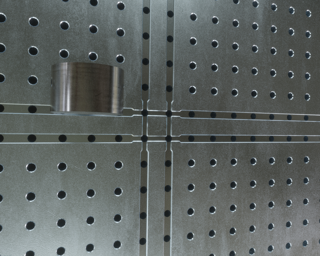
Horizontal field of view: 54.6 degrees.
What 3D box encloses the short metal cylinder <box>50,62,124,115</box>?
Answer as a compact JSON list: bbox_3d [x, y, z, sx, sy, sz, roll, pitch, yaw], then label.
[{"bbox_3d":[-0.082,-0.042,0.353,0.081,0.080,0.050,1,90,-20],"label":"short metal cylinder"}]
